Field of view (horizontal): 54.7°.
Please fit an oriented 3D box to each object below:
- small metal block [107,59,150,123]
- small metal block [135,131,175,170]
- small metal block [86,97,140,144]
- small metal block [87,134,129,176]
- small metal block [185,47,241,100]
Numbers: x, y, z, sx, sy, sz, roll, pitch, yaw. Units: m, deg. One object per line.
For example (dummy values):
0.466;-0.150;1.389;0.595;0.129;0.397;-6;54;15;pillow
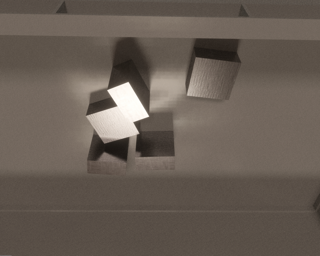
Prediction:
-0.034;-0.042;0.356;0.025;0.050;0.050;-19;128;15;small metal block
-0.006;0.030;0.418;0.050;0.050;0.025;-1;130;0;small metal block
-0.059;-0.012;0.398;0.050;0.025;0.050;-16;129;12;small metal block
-0.070;0.037;0.423;0.050;0.050;0.025;5;130;-5;small metal block
0.060;-0.062;0.357;0.050;0.025;0.050;6;130;-6;small metal block
